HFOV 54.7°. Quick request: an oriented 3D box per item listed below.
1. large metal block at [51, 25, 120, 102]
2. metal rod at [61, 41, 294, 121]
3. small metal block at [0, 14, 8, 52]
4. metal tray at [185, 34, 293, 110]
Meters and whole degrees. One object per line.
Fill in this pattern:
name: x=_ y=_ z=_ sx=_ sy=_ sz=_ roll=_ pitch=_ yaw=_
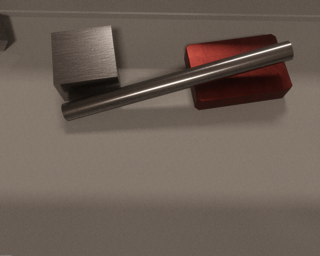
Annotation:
large metal block: x=-0.100 y=-0.088 z=0.427 sx=0.081 sy=0.050 sz=0.080 roll=-8 pitch=70 yaw=-4
metal rod: x=0.018 y=-0.060 z=0.404 sx=0.301 sy=0.025 sz=0.025 roll=-15 pitch=71 yaw=5
small metal block: x=-0.253 y=-0.140 z=0.444 sx=0.050 sy=0.025 sz=0.050 roll=-5 pitch=65 yaw=-42
metal tray: x=0.107 y=-0.080 z=0.438 sx=0.131 sy=0.030 sz=0.090 roll=-8 pitch=70 yaw=-4
